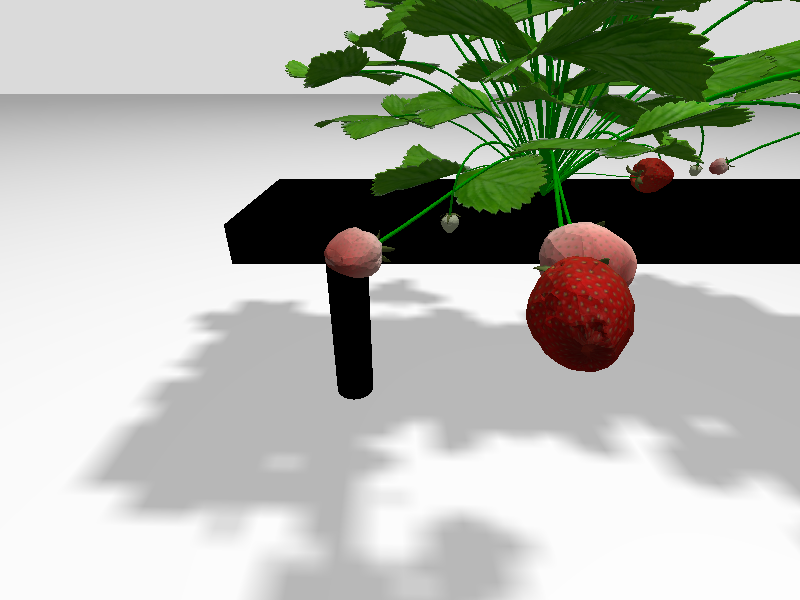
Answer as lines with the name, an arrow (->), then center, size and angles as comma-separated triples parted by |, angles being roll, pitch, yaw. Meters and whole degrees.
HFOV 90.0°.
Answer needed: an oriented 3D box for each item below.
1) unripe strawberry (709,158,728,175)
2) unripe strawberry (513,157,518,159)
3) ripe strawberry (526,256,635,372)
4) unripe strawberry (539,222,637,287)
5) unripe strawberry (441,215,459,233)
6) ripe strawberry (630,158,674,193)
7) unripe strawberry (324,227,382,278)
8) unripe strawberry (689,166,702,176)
unripe strawberry -> 0.333, -0.139, 0.419 | 0.016, 0.016, 0.014 | -23, 17, 30
unripe strawberry -> 0.140, -0.172, 0.482 | 0.009, 0.010, 0.010 | 3, 29, 5
ripe strawberry -> 0.059, 0.006, 0.131 | 0.033, 0.038, 0.036 | 8, 30, 13
unripe strawberry -> 0.080, -0.014, 0.171 | 0.040, 0.034, 0.040 | 6, 30, 11
unripe strawberry -> 0.031, -0.047, 0.246 | 0.011, 0.011, 0.011 | 22, 36, 34
ripe strawberry -> 0.220, -0.108, 0.348 | 0.030, 0.029, 0.033 | -2, 29, -4
unripe strawberry -> -0.024, -0.022, 0.195 | 0.028, 0.026, 0.026 | 23, 37, 35
unripe strawberry -> 0.298, -0.130, 0.404 | 0.010, 0.010, 0.011 | -11, 31, -18
